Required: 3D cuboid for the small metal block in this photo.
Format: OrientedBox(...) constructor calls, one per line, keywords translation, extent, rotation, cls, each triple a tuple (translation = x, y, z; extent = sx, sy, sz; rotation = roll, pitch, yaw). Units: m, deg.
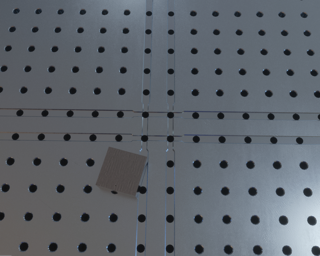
OrientedBox(translation=(-0.047, 0.056, 0.391), extent=(0.050, 0.025, 0.050), rotation=(15, 71, 5), cls="small metal block")
